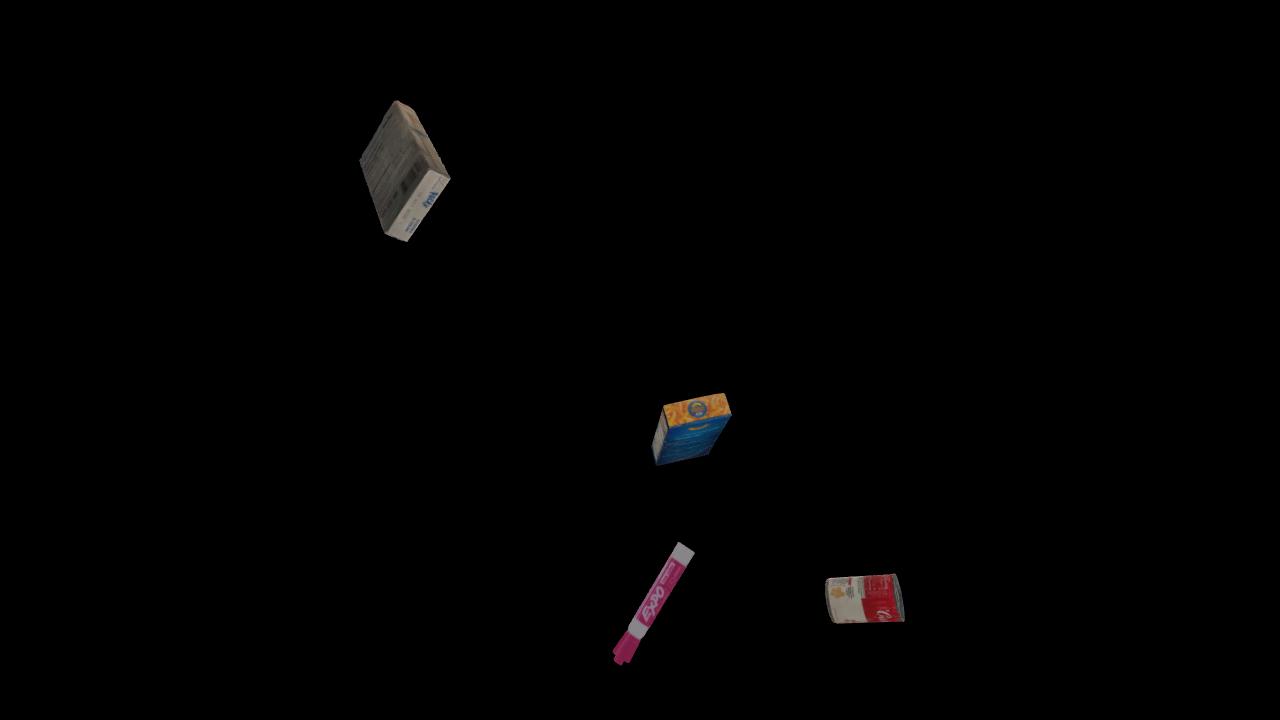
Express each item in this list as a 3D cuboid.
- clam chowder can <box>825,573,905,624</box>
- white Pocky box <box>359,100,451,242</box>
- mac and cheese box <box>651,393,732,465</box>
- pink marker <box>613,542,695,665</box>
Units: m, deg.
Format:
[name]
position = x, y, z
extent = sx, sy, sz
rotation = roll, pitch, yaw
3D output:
[clam chowder can]
position = 0.340, 0.362, 0.931
extent = 0.102, 0.068, 0.068
rotation = -13, -5, 25
[white Pocky box]
position = -0.247, -0.198, 0.635
extent = 0.028, 0.084, 0.154
rotation = 20, 28, -47
[mac and cheese box]
position = 0.072, 0.108, 0.921
extent = 0.093, 0.041, 0.184
rotation = -10, -25, -10
[pink marker]
position = 0.012, 0.228, 0.574
extent = 0.020, 0.121, 0.020
rotation = 32, -11, 7
